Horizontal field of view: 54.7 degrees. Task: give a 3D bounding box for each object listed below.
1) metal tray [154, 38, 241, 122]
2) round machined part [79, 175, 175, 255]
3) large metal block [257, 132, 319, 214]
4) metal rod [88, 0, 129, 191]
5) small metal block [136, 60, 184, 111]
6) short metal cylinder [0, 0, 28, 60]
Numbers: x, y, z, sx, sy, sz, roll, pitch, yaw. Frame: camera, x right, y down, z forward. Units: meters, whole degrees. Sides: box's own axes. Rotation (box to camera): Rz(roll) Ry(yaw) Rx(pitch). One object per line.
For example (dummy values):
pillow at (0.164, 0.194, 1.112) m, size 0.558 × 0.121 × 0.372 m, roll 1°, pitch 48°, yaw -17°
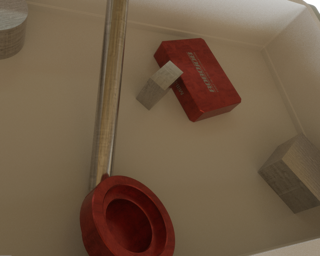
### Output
metal tray at (0.059, -0.079, 0.484) m, size 0.091 × 0.030 × 0.130 m, roll -16°, pitch 70°, yaw -35°
round machined part at (-0.036, 0.098, 0.301) m, size 0.098 × 0.042 × 0.098 m, roll 35°, pitch 28°, yaw -22°
large metal block at (0.208, 0.066, 0.464) m, size 0.080 × 0.050 × 0.081 m, roll 49°, pitch 51°, yaw 6°
metal rod at (-0.054, -0.081, 0.350) m, size 0.025 × 0.025 × 0.298 m, roll 7°, pitch 83°, yaw -25°
small metal block at (-0.001, -0.058, 0.426) m, size 0.025 × 0.050 × 0.050 m, roll 42°, pitch 51°, yaw 0°
short metal cylinder at (-0.199, -0.126, 0.360) m, size 0.081 × 0.050 × 0.080 m, roll 14°, pitch 56°, yaw -21°
